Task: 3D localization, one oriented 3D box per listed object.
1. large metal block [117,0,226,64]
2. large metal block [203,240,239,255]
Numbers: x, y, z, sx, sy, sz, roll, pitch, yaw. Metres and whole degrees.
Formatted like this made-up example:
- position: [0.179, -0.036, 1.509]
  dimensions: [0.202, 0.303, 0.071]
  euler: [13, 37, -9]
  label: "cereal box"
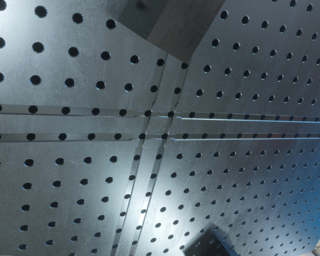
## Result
- position: [0.011, -0.121, 0.306]
  dimensions: [0.050, 0.080, 0.080]
  euler: [22, 107, -36]
  label: "large metal block"
- position: [0.125, 0.290, 0.641]
  dimensions: [0.080, 0.050, 0.080]
  euler: [-44, 129, 3]
  label: "large metal block"
